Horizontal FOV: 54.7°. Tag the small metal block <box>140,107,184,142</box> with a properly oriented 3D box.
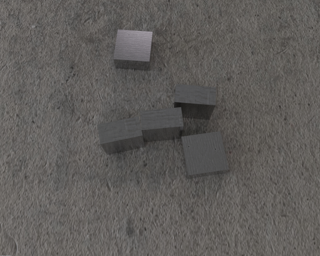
[{"bbox_3d":[0.002,-0.003,0.396,0.050,0.050,0.025,-5,70,-2],"label":"small metal block"}]

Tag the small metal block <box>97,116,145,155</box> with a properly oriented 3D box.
[{"bbox_3d":[-0.048,0.011,0.390,0.050,0.050,0.025,-12,71,-4],"label":"small metal block"}]

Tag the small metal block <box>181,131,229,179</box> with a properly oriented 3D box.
[{"bbox_3d":[0.055,0.035,0.396,0.050,0.025,0.050,-8,70,-3],"label":"small metal block"}]

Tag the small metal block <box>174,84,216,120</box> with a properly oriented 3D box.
[{"bbox_3d":[0.044,-0.033,0.407,0.050,0.050,0.025,5,70,2],"label":"small metal block"}]

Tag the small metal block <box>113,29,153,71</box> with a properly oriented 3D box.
[{"bbox_3d":[-0.038,-0.113,0.449,0.050,0.025,0.050,4,70,1],"label":"small metal block"}]
